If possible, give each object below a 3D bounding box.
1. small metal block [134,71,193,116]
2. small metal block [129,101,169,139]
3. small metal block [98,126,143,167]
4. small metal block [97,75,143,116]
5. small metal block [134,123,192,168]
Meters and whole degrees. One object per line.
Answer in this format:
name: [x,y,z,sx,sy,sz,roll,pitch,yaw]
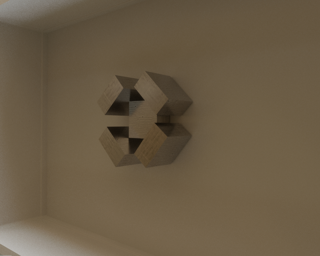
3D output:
small metal block: [0.005,-0.042,0.384,0.025,0.050,0.050,-52,61,27]
small metal block: [-0.015,-0.011,0.417,0.050,0.025,0.050,1,91,40]
small metal block: [-0.048,0.024,0.428,0.050,0.050,0.025,53,122,27]
small metal block: [-0.050,-0.043,0.429,0.050,0.050,0.025,-50,60,29]
small metal block: [0.004,0.021,0.384,0.025,0.050,0.050,47,117,28]
